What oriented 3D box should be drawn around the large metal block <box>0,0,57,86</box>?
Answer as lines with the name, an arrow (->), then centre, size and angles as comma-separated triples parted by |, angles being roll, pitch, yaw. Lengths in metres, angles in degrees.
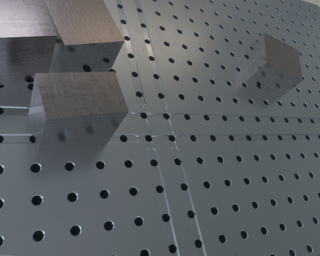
large metal block -> -0.167, -0.091, 0.339 | 0.081, 0.080, 0.050 | -14, 69, -34

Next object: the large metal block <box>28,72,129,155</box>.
large metal block -> -0.091, -0.016, 0.333 | 0.081, 0.080, 0.050 | -8, 66, -31

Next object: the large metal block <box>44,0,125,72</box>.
large metal block -> -0.106, -0.127, 0.412 | 0.081, 0.050, 0.080 | -16, 70, -34

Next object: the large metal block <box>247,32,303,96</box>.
large metal block -> 0.212, -0.118, 0.577 | 0.080, 0.050, 0.080 | 21, 54, -16
